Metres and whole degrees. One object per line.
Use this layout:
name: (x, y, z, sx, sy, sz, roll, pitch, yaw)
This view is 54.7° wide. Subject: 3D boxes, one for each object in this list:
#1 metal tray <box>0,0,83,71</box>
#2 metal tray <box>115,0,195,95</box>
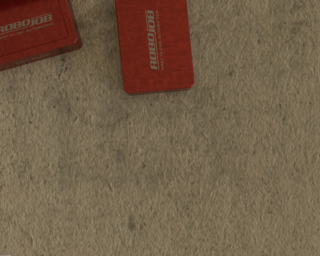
metal tray: (-0.178, -0.133, 0.404, 0.131, 0.030, 0.090, -16, 90, -1)
metal tray: (-0.007, -0.112, 0.407, 0.091, 0.030, 0.129, -6, 90, -1)
